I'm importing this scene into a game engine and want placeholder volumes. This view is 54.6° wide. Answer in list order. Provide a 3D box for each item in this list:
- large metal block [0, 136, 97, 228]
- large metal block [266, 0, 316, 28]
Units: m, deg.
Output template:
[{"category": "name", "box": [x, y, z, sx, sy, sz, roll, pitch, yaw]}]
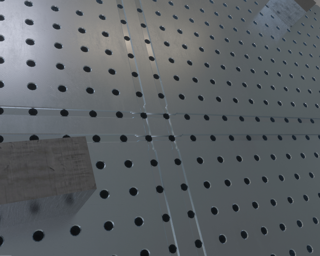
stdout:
[{"category": "large metal block", "box": [-0.112, 0.050, 0.282, 0.081, 0.080, 0.050, -4, 64, -30]}, {"category": "large metal block", "box": [0.314, -0.297, 0.740, 0.080, 0.050, 0.080, 46, 51, 4]}]
